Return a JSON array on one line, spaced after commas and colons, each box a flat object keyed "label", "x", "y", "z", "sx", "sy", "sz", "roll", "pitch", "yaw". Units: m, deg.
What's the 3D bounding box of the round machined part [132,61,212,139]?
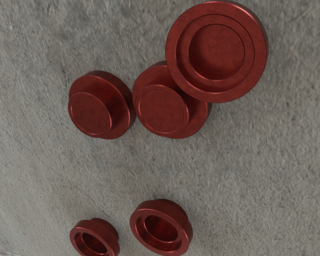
[{"label": "round machined part", "x": 0.009, "y": -0.028, "z": 0.373, "sx": 0.098, "sy": 0.042, "sz": 0.097, "roll": 13, "pitch": 124, "yaw": 20}]

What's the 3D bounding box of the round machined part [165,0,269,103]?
[{"label": "round machined part", "x": 0.058, "y": -0.078, "z": 0.313, "sx": 0.098, "sy": 0.042, "sz": 0.097, "roll": 10, "pitch": 119, "yaw": 19}]

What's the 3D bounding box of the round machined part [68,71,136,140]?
[{"label": "round machined part", "x": -0.085, "y": -0.025, "z": 0.423, "sx": 0.098, "sy": 0.042, "sz": 0.097, "roll": 13, "pitch": 124, "yaw": 20}]

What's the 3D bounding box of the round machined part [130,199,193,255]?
[{"label": "round machined part", "x": 0.006, "y": 0.150, "z": 0.484, "sx": 0.098, "sy": 0.042, "sz": 0.097, "roll": 13, "pitch": 124, "yaw": 20}]

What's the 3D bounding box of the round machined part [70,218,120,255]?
[{"label": "round machined part", "x": -0.118, "y": 0.210, "z": 0.585, "sx": 0.098, "sy": 0.042, "sz": 0.097, "roll": 13, "pitch": 124, "yaw": 20}]
